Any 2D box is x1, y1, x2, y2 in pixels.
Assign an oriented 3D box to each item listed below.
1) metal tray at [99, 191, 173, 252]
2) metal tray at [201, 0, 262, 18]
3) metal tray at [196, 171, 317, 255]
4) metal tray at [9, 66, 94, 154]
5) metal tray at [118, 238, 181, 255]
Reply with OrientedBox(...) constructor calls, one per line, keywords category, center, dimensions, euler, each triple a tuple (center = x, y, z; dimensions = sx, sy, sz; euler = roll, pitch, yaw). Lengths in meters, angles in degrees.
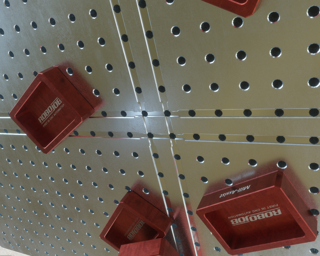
OrientedBox(category="metal tray", center=(-0.045, 0.177, 0.541), dimensions=(0.090, 0.030, 0.129), euler=(35, 129, 5))
OrientedBox(category="metal tray", center=(0.066, -0.175, 0.265), dimensions=(0.090, 0.030, 0.129), euler=(27, 128, 11))
OrientedBox(category="metal tray", center=(0.125, 0.119, 0.415), dimensions=(0.130, 0.030, 0.090), euler=(-30, 102, 38))
OrientedBox(category="metal tray", center=(-0.172, -0.023, 0.485), dimensions=(0.130, 0.030, 0.090), euler=(-35, 99, 38))
OrientedBox(category="metal tray", center=(-0.001, 0.242, 0.530), dimensions=(0.090, 0.030, 0.130), euler=(-20, 122, 25))
